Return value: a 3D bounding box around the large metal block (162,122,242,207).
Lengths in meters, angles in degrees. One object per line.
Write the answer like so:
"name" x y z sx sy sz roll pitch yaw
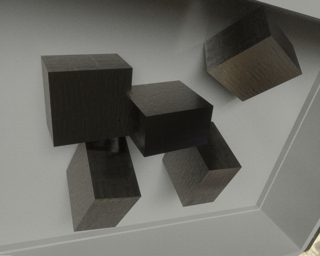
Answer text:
"large metal block" 0.052 0.048 0.420 0.050 0.080 0.079 -1 136 -29

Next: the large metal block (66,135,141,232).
"large metal block" -0.069 0.063 0.359 0.050 0.080 0.080 4 140 -31

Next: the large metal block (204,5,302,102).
"large metal block" 0.112 -0.086 0.379 0.080 0.050 0.080 -26 139 35

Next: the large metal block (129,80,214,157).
"large metal block" 0.004 -0.015 0.367 0.081 0.080 0.050 -10 123 -23

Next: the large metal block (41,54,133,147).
"large metal block" -0.078 -0.032 0.331 0.081 0.050 0.079 -8 122 -25
